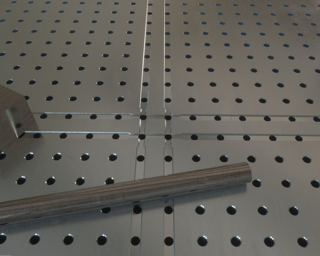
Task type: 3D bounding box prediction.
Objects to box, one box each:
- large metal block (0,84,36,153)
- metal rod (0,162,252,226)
[{"bbox_3d":[-0.227,-0.014,0.400,0.080,0.050,0.080,24,54,18],"label":"large metal block"},{"bbox_3d":[-0.045,0.074,0.345,0.302,0.025,0.025,-8,51,-8],"label":"metal rod"}]
